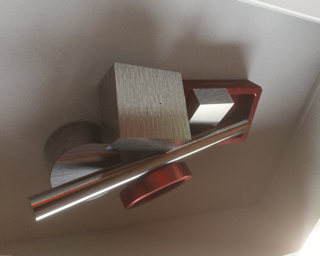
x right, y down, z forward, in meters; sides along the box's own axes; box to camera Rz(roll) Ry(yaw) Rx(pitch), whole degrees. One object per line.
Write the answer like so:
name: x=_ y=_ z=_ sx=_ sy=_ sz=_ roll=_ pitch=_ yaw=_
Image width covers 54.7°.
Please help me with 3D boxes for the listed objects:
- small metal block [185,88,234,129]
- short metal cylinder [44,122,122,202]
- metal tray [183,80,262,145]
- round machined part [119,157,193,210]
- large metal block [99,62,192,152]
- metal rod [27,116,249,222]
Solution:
small metal block: x=0.058 y=-0.025 z=0.397 sx=0.050 sy=0.025 sz=0.050 roll=-5 pitch=147 yaw=-26
short metal cylinder: x=-0.091 y=0.039 z=0.365 sx=0.081 sy=0.050 sz=0.079 roll=-14 pitch=125 yaw=-21
metal tray: x=0.073 y=-0.020 z=0.432 sx=0.131 sy=0.030 sz=0.089 roll=-5 pitch=121 yaw=-27
round machined part: x=-0.010 y=0.068 z=0.413 sx=0.099 sy=0.042 sz=0.098 roll=-25 pitch=164 yaw=-8
large metal block: x=-0.018 y=-0.019 z=0.341 sx=0.081 sy=0.080 sz=0.050 roll=3 pitch=159 yaw=-29
metal rod: x=-0.001 y=0.037 z=0.377 sx=0.302 sy=0.025 sz=0.025 roll=-19 pitch=127 yaw=-31
